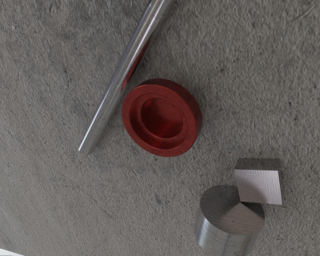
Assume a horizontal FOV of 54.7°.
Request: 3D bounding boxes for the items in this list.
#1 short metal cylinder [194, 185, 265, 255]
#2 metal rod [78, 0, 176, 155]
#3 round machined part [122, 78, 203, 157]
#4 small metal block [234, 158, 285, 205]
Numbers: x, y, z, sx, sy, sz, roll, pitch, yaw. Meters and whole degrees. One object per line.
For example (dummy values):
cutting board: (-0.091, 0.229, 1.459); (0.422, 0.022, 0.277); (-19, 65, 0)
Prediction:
short metal cylinder: (0.087, 0.120, 0.399); (0.080, 0.080, 0.050); (19, 126, 17)
metal rod: (-0.049, -0.062, 0.394); (0.025, 0.025, 0.298); (38, 129, 2)
round machined part: (0.006, -0.016, 0.383); (0.098, 0.042, 0.097); (13, 124, 21)
small metal block: (0.123, 0.065, 0.382); (0.050, 0.025, 0.050); (-2, 117, 29)
